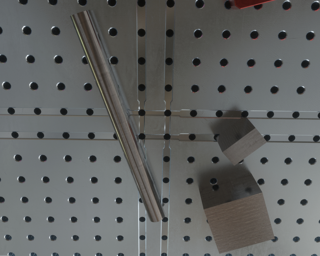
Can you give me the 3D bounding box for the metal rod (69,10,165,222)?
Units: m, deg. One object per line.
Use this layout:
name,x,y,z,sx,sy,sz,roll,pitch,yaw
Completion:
metal rod,-0.049,-0.001,0.412,0.025,0.025,0.298,-17,110,5

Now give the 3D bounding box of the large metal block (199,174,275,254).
large metal block,0.110,0.123,0.447,0.080,0.050,0.080,-18,109,6

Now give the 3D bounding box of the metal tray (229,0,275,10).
metal tray,0.138,-0.193,0.342,0.131,0.030,0.089,-13,110,4

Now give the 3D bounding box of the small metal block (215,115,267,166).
small metal block,0.105,0.015,0.407,0.050,0.050,0.025,-39,106,13
